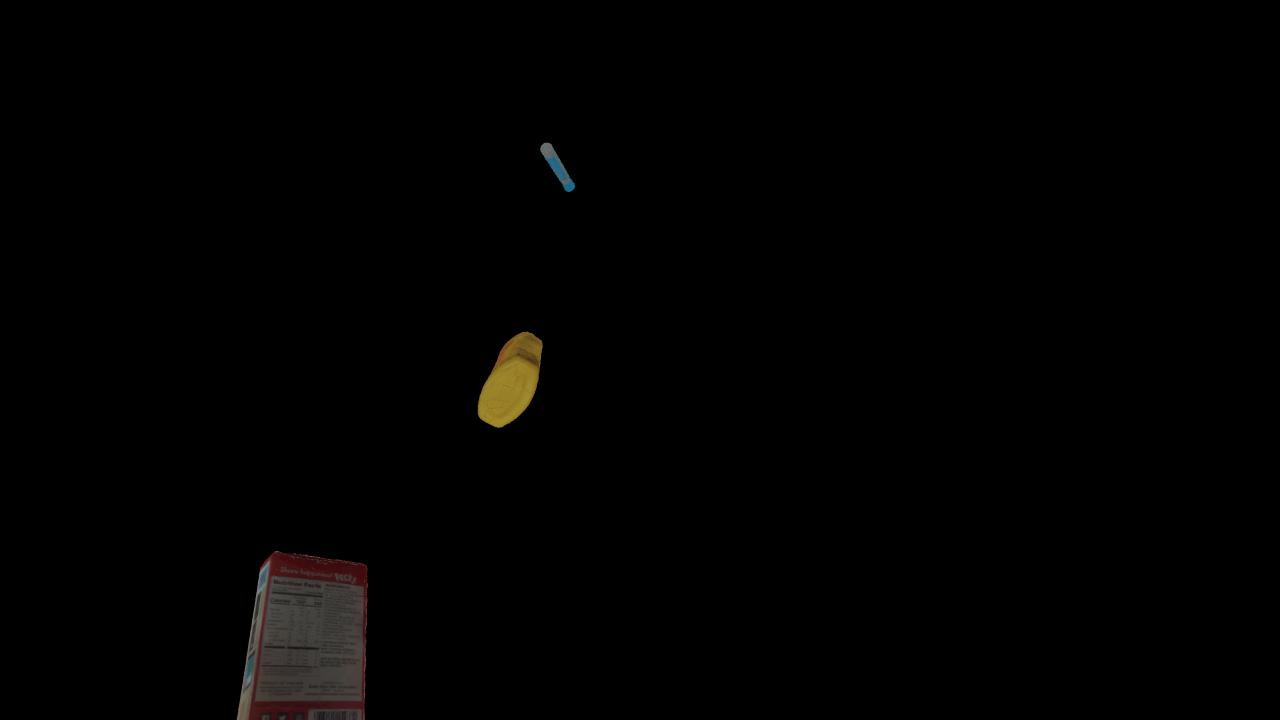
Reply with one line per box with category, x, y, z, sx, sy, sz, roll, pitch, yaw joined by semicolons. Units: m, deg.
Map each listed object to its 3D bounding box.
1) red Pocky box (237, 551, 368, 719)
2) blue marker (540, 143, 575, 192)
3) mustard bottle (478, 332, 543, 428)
red Pocky box;-0.260;0.229;0.482;0.083;0.028;0.155;25;29;-38
blue marker;-0.126;-0.298;0.961;0.020;0.020;0.121;0;-13;11
mustard bottle;-0.154;0.011;0.761;0.054;0.092;0.184;26;13;-12
